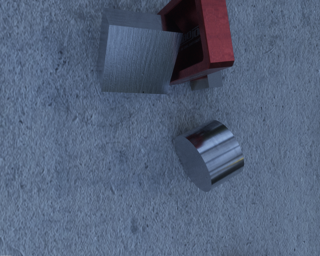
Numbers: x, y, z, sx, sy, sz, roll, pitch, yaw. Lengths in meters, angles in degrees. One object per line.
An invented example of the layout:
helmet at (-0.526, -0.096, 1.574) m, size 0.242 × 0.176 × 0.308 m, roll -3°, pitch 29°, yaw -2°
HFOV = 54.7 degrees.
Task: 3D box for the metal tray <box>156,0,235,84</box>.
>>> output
metal tray at (0.031, -0.103, 0.363) m, size 0.030 × 0.130 × 0.089 m, roll -10°, pitch 93°, yaw -22°

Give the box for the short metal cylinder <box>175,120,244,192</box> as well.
short metal cylinder at (0.063, 0.036, 0.403) m, size 0.050 × 0.080 × 0.080 m, roll -26°, pitch 99°, yaw -18°

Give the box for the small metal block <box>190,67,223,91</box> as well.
small metal block at (0.061, -0.078, 0.418) m, size 0.050 × 0.025 × 0.050 m, roll -15°, pitch 97°, yaw -57°

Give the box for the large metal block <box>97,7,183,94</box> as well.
large metal block at (-0.028, -0.088, 0.365) m, size 0.081 × 0.050 × 0.079 m, roll 0°, pitch 129°, yaw -20°
